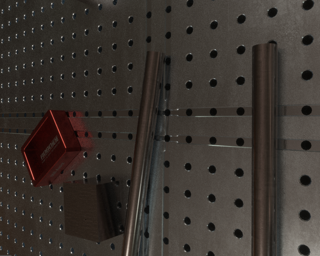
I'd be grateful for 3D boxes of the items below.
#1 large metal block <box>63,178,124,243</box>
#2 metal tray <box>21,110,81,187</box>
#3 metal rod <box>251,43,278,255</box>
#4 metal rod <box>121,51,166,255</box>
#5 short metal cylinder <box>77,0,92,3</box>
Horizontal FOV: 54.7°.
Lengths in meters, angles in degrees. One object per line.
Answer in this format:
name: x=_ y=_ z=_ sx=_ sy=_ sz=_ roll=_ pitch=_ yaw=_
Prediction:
large metal block: x=-0.102 y=0.122 z=0.474 sx=0.080 sy=0.050 sz=0.080 roll=-5 pitch=87 yaw=39
metal tray: x=-0.205 y=0.039 z=0.571 sx=0.129 sy=0.030 sz=0.090 roll=-43 pitch=64 yaw=31
metal rod: x=0.108 y=0.065 z=0.319 sx=0.025 sy=0.025 sz=0.298 roll=0 pitch=90 yaw=39
metal rod: x=-0.025 y=0.047 z=0.427 sx=0.025 sy=0.025 sz=0.298 roll=13 pitch=98 yaw=39
short metal cylinder: x=-0.137 y=-0.253 z=0.503 sx=0.080 sy=0.050 sz=0.079 roll=0 pitch=90 yaw=39
